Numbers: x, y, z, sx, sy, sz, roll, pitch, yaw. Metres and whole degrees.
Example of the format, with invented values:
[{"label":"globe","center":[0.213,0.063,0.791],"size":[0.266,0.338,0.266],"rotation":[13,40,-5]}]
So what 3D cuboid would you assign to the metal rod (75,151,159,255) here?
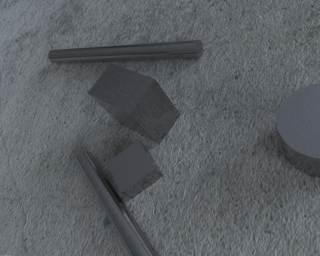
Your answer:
[{"label":"metal rod","center":[-0.025,0.126,0.337],"size":[0.025,0.025,0.300],"rotation":[-43,51,-1]}]

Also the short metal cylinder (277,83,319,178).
[{"label":"short metal cylinder","center":[0.160,0.003,0.302],"size":[0.080,0.050,0.080],"rotation":[-13,56,20]}]

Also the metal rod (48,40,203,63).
[{"label":"metal rod","center":[-0.073,-0.125,0.516],"size":[0.300,0.025,0.025],"rotation":[5,64,30]}]

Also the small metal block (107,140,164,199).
[{"label":"small metal block","center":[-0.031,0.051,0.387],"size":[0.050,0.025,0.050],"rotation":[-37,51,3]}]

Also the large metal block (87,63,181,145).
[{"label":"large metal block","center":[-0.032,-0.031,0.403],"size":[0.080,0.080,0.050],"rotation":[26,76,36]}]
